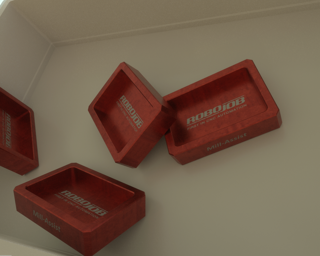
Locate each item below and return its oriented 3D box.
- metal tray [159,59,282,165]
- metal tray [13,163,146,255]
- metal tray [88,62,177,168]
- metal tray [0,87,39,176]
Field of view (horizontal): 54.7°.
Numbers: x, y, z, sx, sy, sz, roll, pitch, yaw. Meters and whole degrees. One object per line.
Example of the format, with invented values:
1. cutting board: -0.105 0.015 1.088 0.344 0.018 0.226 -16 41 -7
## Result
1. metal tray: 0.067 -0.020 0.378 0.130 0.030 0.090 -23 53 13
2. metal tray: -0.093 0.086 0.361 0.130 0.091 0.030 15 114 34
3. metal tray: -0.043 -0.021 0.411 0.090 0.030 0.130 -51 44 13
4. metal tray: -0.238 0.001 0.485 0.030 0.090 0.130 -30 52 9
